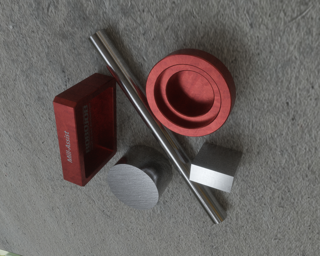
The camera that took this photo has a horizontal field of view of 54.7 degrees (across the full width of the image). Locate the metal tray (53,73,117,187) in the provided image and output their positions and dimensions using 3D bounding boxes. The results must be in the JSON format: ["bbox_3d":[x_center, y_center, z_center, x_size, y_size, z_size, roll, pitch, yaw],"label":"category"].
[{"bbox_3d":[-0.094,0.002,0.416,0.030,0.090,0.129,17,125,18],"label":"metal tray"}]

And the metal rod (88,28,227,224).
[{"bbox_3d":[0.004,0.007,0.410,0.025,0.025,0.299,-24,106,36],"label":"metal rod"}]

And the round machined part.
[{"bbox_3d":[0.037,-0.042,0.351,0.098,0.042,0.097,13,124,20],"label":"round machined part"}]

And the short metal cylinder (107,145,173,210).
[{"bbox_3d":[-0.028,0.071,0.449,0.080,0.050,0.079,13,124,20],"label":"short metal cylinder"}]

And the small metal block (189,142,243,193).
[{"bbox_3d":[0.069,0.047,0.380,0.050,0.050,0.025,16,125,19],"label":"small metal block"}]
